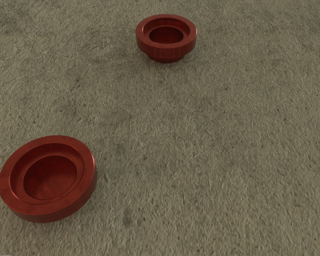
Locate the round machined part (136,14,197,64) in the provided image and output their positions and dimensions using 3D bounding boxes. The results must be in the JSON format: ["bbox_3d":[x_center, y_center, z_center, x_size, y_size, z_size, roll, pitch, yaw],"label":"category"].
[{"bbox_3d":[0.010,-0.144,0.513,0.099,0.042,0.098,0,50,0],"label":"round machined part"}]

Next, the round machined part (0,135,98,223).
[{"bbox_3d":[-0.119,0.058,0.342,0.099,0.042,0.098,0,50,0],"label":"round machined part"}]
